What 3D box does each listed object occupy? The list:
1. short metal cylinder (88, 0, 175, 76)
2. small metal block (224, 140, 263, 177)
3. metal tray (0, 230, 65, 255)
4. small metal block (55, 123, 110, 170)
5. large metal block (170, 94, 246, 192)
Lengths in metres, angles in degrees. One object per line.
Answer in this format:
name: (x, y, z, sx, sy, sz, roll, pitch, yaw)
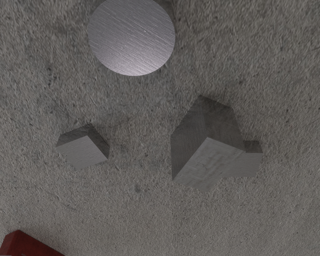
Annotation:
short metal cylinder: (-0.026, -0.099, 0.306, 0.081, 0.050, 0.079, 0, 130, 0)
small metal block: (0.115, 0.045, 0.446, 0.050, 0.025, 0.050, 1, 130, -1)
metal tray: (-0.245, 0.264, 0.586, 0.030, 0.090, 0.130, -27, 125, 21)
small metal block: (-0.105, 0.027, 0.429, 0.050, 0.025, 0.050, -20, 128, 16)
large metal block: (0.055, 0.019, 0.388, 0.050, 0.080, 0.079, 21, 127, -17)
